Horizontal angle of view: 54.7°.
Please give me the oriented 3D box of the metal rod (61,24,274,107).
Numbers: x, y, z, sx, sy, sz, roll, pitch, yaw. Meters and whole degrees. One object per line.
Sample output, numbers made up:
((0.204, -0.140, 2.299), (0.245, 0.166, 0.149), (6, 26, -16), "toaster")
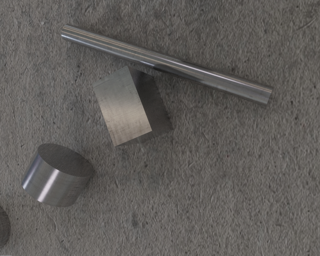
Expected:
((-0.004, -0.089, 0.410), (0.301, 0.025, 0.025), (22, 97, 18), "metal rod")

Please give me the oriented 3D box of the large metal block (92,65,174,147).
((-0.031, -0.025, 0.391), (0.050, 0.080, 0.080), (-23, 82, 18), "large metal block")

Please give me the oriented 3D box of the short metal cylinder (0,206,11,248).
((-0.292, 0.166, 0.499), (0.080, 0.050, 0.080), (0, 90, 20), "short metal cylinder")

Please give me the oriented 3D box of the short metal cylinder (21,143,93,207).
((-0.141, 0.064, 0.430), (0.080, 0.080, 0.050), (34, 101, 16), "short metal cylinder")
